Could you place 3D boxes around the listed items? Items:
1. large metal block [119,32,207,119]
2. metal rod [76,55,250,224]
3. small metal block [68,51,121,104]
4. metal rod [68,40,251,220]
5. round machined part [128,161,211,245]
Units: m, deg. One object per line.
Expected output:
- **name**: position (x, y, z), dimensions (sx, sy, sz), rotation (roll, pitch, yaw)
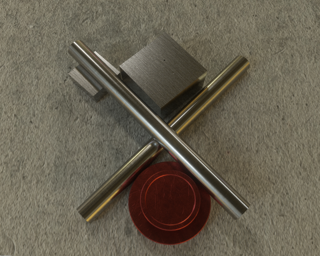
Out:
- **large metal block**: position (0.004, -0.069, 0.422), dimensions (0.080, 0.050, 0.080), rotation (-40, 75, -14)
- **metal rod**: position (0.014, 0.005, 0.409), dimensions (0.025, 0.025, 0.301), rotation (43, 75, 13)
- **small metal block**: position (-0.090, -0.071, 0.435), dimensions (0.050, 0.025, 0.050), rotation (41, 75, 13)
- **metal rod**: position (-0.011, -0.007, 0.385), dimensions (0.025, 0.025, 0.300), rotation (-42, 76, -14)
- **round machined part**: position (0.012, 0.087, 0.368), dimensions (0.099, 0.042, 0.098), rotation (0, 70, -1)
